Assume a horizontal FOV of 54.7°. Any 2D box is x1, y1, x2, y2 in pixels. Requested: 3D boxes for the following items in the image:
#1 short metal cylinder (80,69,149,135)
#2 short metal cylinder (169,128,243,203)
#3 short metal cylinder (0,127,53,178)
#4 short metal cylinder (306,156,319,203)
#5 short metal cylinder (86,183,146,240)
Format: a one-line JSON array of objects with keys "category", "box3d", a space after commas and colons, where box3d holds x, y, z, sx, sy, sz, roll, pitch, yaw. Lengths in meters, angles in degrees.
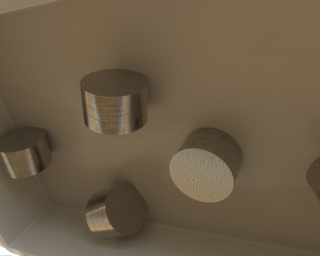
[{"category": "short metal cylinder", "box3d": [-0.055, -0.034, 0.381, 0.080, 0.080, 0.050, 15, 125, 19]}, {"category": "short metal cylinder", "box3d": [0.059, 0.046, 0.390, 0.080, 0.050, 0.079, 13, 124, 21]}, {"category": "short metal cylinder", "box3d": [-0.227, 0.039, 0.517, 0.080, 0.080, 0.050, 9, 122, 23]}, {"category": "short metal cylinder", "box3d": [0.196, 0.056, 0.305, 0.080, 0.080, 0.050, -25, 105, 37]}, {"category": "short metal cylinder", "box3d": [-0.069, 0.133, 0.492, 0.050, 0.080, 0.080, -26, 104, 37]}]
